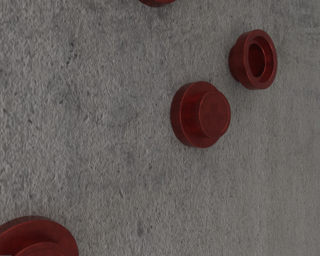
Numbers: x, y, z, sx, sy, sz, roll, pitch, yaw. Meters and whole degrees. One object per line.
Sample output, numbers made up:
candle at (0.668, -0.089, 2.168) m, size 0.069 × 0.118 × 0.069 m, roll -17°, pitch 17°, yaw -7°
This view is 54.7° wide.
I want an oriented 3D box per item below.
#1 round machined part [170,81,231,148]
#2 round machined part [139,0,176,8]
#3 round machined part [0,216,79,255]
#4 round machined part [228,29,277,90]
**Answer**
round machined part at (0.065, -0.019, 0.448) m, size 0.099 × 0.042 × 0.097 m, roll 0°, pitch 90°, yaw -40°
round machined part at (-0.001, -0.209, 0.392) m, size 0.099 × 0.042 × 0.097 m, roll 0°, pitch 90°, yaw -40°
round machined part at (-0.122, 0.136, 0.292) m, size 0.099 × 0.042 × 0.097 m, roll 0°, pitch 90°, yaw -40°
round machined part at (0.153, -0.112, 0.521) m, size 0.099 × 0.042 × 0.097 m, roll 0°, pitch 90°, yaw -40°
